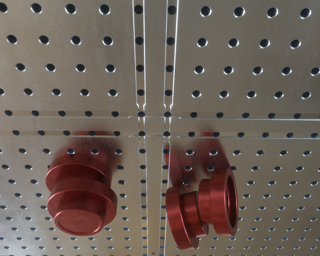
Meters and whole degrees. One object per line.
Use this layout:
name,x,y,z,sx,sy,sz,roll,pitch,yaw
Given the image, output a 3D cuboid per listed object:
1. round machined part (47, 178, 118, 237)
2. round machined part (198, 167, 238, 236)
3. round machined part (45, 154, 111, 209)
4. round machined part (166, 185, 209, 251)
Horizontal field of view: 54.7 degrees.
round machined part,-0.112,0.120,0.446,0.099,0.042,0.097,0,130,0
round machined part,0.086,0.109,0.460,0.042,0.098,0.098,-6,131,23
round machined part,-0.125,0.088,0.474,0.099,0.042,0.097,0,130,0
round machined part,0.046,0.135,0.480,0.042,0.098,0.098,-17,128,14
